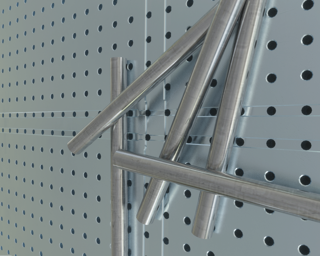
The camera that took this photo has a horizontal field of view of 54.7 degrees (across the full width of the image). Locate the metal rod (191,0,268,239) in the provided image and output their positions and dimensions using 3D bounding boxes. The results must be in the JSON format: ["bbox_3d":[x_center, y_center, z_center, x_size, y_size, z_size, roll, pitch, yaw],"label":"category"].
[{"bbox_3d":[0.078,-0.020,0.344,0.025,0.025,0.298,18,101,38],"label":"metal rod"}]

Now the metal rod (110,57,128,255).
[{"bbox_3d":[-0.060,0.047,0.456,0.025,0.025,0.298,-1,90,39],"label":"metal rod"}]

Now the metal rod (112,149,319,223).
[{"bbox_3d":[0.076,0.061,0.317,0.300,0.025,0.025,10,96,30],"label":"metal rod"}]

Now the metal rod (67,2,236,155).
[{"bbox_3d":[-0.023,-0.055,0.403,0.299,0.025,0.025,-39,67,25],"label":"metal rod"}]

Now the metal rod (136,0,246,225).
[{"bbox_3d":[0.028,-0.006,0.370,0.025,0.025,0.298,36,116,34],"label":"metal rod"}]
